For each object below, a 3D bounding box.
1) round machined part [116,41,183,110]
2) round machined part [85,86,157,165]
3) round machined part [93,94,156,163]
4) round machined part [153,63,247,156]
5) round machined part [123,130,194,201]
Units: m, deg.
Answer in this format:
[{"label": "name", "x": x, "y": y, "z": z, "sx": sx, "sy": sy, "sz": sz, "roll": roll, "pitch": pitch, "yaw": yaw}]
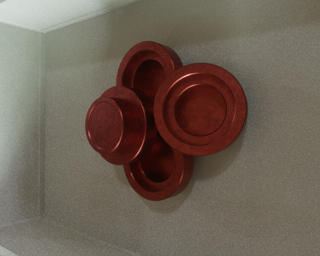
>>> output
[{"label": "round machined part", "x": -0.008, "y": -0.058, "z": 0.398, "sx": 0.098, "sy": 0.042, "sz": 0.097, "roll": 0, "pitch": 90, "yaw": 39}, {"label": "round machined part", "x": -0.054, "y": -0.003, "z": 0.379, "sx": 0.098, "sy": 0.042, "sz": 0.097, "roll": 0, "pitch": 90, "yaw": 39}, {"label": "round machined part", "x": -0.056, "y": 0.000, "z": 0.435, "sx": 0.098, "sy": 0.042, "sz": 0.097, "roll": 0, "pitch": 90, "yaw": 39}, {"label": "round machined part", "x": 0.046, "y": -0.019, "z": 0.340, "sx": 0.098, "sy": 0.042, "sz": 0.097, "roll": -1, "pitch": 87, "yaw": 19}, {"label": "round machined part", "x": 0.002, "y": 0.039, "z": 0.390, "sx": 0.098, "sy": 0.042, "sz": 0.097, "roll": 0, "pitch": 90, "yaw": 39}]
